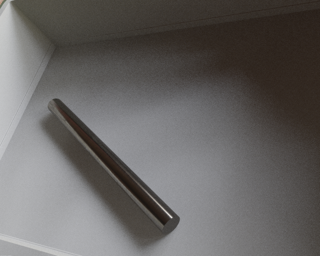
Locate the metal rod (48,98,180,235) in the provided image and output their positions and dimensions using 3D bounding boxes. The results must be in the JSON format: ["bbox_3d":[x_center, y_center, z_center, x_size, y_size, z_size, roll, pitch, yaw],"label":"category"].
[{"bbox_3d":[-0.082,0.033,0.426,0.025,0.025,0.300,-48,52,-6],"label":"metal rod"}]
